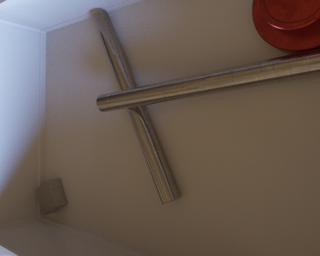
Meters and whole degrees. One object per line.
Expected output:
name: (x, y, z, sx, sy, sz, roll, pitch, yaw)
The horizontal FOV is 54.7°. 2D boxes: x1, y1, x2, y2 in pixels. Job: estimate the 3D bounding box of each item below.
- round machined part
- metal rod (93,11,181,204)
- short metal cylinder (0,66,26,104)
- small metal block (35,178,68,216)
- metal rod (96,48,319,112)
round machined part: (0.132, -0.121, 0.286, 0.098, 0.042, 0.097, 0, 90, 39)
metal rod: (-0.039, -0.040, 0.436, 0.025, 0.025, 0.299, -34, 69, 34)
short metal cylinder: (-0.330, -0.091, 0.661, 0.080, 0.050, 0.079, 0, 90, 39)
small metal block: (-0.199, 0.126, 0.567, 0.050, 0.025, 0.050, -35, 69, 34)
metal rod: (0.045, -0.048, 0.349, 0.300, 0.025, 0.025, -7, 86, 33)
